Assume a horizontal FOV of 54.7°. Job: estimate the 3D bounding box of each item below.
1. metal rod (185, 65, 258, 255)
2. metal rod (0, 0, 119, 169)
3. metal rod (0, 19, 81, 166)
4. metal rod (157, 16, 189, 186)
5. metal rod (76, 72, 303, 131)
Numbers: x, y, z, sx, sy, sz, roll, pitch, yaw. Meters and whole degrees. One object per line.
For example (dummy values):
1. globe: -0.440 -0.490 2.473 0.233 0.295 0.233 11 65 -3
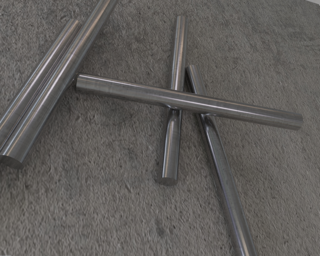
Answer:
1. metal rod: 0.078 0.040 0.420 0.025 0.025 0.299 2 61 -27
2. metal rod: -0.106 -0.084 0.379 0.025 0.025 0.300 26 52 -13
3. metal rod: -0.150 -0.023 0.336 0.025 0.025 0.300 25 53 -13
4. metal rod: 0.023 -0.060 0.452 0.025 0.025 0.300 19 54 -18
5. metal rod: 0.045 -0.033 0.409 0.302 0.025 0.025 9 57 -9
